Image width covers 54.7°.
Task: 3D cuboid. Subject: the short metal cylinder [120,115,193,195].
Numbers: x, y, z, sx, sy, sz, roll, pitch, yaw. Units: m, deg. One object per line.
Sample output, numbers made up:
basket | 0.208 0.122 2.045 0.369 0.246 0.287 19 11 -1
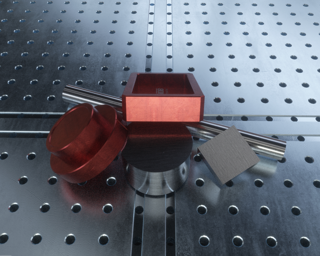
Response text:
short metal cylinder | -0.004 0.031 0.361 0.081 0.050 0.080 0 50 0

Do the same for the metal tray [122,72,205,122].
metal tray | 0.003 -0.044 0.398 0.091 0.030 0.130 0 21 -1

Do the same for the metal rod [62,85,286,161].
metal rod | 0.009 -0.011 0.412 0.301 0.025 0.025 15 52 12

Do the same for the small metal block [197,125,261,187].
small metal block | 0.079 0.033 0.361 0.050 0.025 0.050 -32 72 -5

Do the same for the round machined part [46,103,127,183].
round machined part | -0.089 0.010 0.352 0.098 0.042 0.098 -24 40 22
